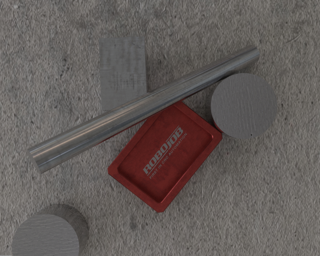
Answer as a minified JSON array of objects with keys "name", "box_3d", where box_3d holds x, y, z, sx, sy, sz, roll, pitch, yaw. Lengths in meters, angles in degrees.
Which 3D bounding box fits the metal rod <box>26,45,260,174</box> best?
[{"name":"metal rod","box_3d":[0.007,-0.035,0.340,0.302,0.025,0.025,-29,90,-29]}]

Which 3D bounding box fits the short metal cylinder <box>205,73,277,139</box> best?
[{"name":"short metal cylinder","box_3d":[0.101,-0.027,0.398,0.081,0.050,0.079,0,90,0]}]

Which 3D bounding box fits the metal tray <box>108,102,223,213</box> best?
[{"name":"metal tray","box_3d":[0.007,0.032,0.407,0.090,0.030,0.130,39,90,0]}]

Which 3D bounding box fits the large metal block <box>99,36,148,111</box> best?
[{"name":"large metal block","box_3d":[-0.041,-0.061,0.382,0.050,0.080,0.079,-2,90,0]}]

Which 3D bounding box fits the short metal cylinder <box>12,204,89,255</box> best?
[{"name":"short metal cylinder","box_3d":[-0.137,0.143,0.396,0.081,0.050,0.079,0,90,0]}]
